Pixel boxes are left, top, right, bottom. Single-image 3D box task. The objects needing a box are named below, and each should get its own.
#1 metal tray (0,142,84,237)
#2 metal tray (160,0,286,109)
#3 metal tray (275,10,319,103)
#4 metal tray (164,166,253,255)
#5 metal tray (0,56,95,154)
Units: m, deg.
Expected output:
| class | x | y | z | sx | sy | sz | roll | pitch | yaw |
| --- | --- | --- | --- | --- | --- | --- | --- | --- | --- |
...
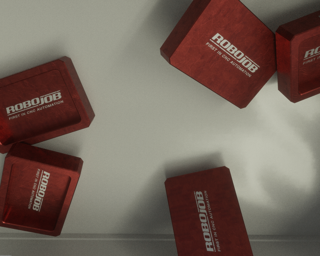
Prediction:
| class | x | y | z | sx | sy | sz | roll | pitch | yaw |
| --- | --- | --- | --- | --- | --- | --- | --- | --- | --- |
| metal tray | -0.166 | 0.088 | 0.421 | 0.091 | 0.030 | 0.129 | 17 | 119 | -14 |
| metal tray | 0.077 | -0.087 | 0.351 | 0.131 | 0.030 | 0.090 | 25 | 110 | -34 |
| metal tray | 0.200 | -0.091 | 0.351 | 0.131 | 0.030 | 0.090 | -21 | 130 | -1 |
| metal tray | 0.063 | 0.124 | 0.412 | 0.090 | 0.030 | 0.130 | -13 | 67 | 4 |
| metal tray | -0.162 | -0.028 | 0.396 | 0.131 | 0.030 | 0.090 | -17 | 109 | 6 |
